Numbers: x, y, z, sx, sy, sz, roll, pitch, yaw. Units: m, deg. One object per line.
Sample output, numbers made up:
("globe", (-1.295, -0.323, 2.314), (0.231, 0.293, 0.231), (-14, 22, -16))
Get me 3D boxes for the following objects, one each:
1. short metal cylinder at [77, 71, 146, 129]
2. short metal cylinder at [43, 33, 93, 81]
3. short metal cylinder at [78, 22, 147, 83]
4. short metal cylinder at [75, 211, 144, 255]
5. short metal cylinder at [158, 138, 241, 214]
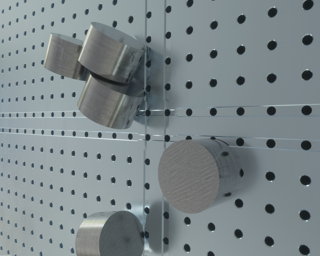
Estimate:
("short metal cylinder", (-0.066, -0.041, 0.426), (0.080, 0.081, 0.050), (40, 115, 32))
("short metal cylinder", (-0.134, -0.110, 0.482), (0.080, 0.081, 0.050), (31, 109, 35))
("short metal cylinder", (-0.065, -0.104, 0.425), (0.080, 0.081, 0.050), (42, 115, 31))
("short metal cylinder", (-0.068, 0.156, 0.427), (0.050, 0.081, 0.080), (-16, 80, 39))
("short metal cylinder", (0.045, 0.052, 0.355), (0.080, 0.050, 0.079), (0, 90, 39))
